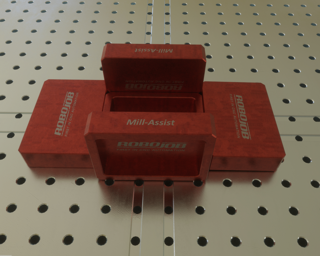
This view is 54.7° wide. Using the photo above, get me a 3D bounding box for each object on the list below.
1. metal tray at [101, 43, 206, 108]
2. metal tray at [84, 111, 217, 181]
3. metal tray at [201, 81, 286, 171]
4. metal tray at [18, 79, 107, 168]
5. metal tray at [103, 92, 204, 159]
[{"bbox_3d":[-0.008,-0.069,0.423,0.131,0.089,0.030,1,50,0],"label":"metal tray"},{"bbox_3d":[-0.010,0.023,0.344,0.131,0.089,0.030,1,50,0],"label":"metal tray"},{"bbox_3d":[0.102,-0.007,0.409,0.091,0.030,0.130,2,50,-1],"label":"metal tray"},{"bbox_3d":[-0.120,-0.010,0.411,0.091,0.030,0.130,1,50,0],"label":"metal tray"},{"bbox_3d":[-0.009,-0.005,0.406,0.131,0.030,0.090,1,50,0],"label":"metal tray"}]
